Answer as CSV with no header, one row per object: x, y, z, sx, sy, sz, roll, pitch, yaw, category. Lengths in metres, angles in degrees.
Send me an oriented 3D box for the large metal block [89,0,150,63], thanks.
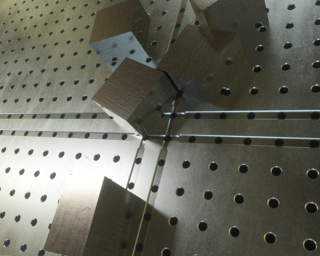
-0.067,-0.166,0.531,0.080,0.050,0.080,-9,58,23,large metal block

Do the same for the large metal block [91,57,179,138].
-0.035,-0.045,0.439,0.080,0.050,0.080,30,78,38,large metal block

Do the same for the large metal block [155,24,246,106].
0.055,-0.087,0.417,0.080,0.050,0.080,25,75,37,large metal block

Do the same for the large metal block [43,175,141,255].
-0.070,0.105,0.347,0.050,0.080,0.080,-3,60,27,large metal block

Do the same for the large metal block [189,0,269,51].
0.094,-0.165,0.426,0.080,0.080,0.050,-33,52,7,large metal block
